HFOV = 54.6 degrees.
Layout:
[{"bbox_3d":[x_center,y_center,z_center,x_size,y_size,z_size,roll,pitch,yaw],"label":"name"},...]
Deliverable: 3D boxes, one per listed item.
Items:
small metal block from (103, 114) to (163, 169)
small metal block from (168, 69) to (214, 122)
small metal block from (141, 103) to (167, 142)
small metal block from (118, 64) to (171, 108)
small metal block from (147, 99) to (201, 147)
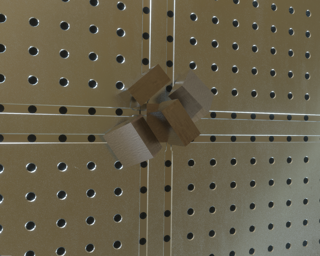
[{"bbox_3d":[-0.034,0.017,0.384,0.050,0.050,0.025,58,36,-11],"label":"small metal block"},{"bbox_3d":[0.043,-0.044,0.414,0.050,0.025,0.050,44,36,-15],"label":"small metal block"},{"bbox_3d":[0.002,-0.006,0.413,0.050,0.025,0.050,1,90,-21],"label":"small metal block"},{"bbox_3d":[-0.021,-0.051,0.391,0.050,0.050,0.025,-43,104,-15],"label":"small metal block"},{"bbox_3d":[0.016,-0.006,0.378,0.025,0.050,0.050,-38,103,-17],"label":"small metal block"}]
